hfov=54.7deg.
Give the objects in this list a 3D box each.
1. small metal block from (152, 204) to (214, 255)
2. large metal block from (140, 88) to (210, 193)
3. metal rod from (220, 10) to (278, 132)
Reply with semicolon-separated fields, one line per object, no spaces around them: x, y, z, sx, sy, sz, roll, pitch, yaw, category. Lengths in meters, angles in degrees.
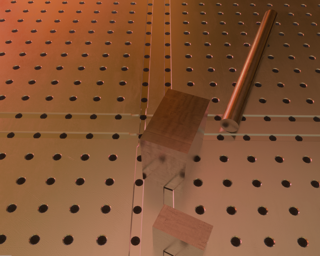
0.021;0.106;0.303;0.050;0.050;0.025;21;53;16;small metal block
0.018;0.015;0.360;0.050;0.080;0.080;17;52;14;large metal block
0.152;-0.109;0.500;0.025;0.025;0.301;19;52;14;metal rod
